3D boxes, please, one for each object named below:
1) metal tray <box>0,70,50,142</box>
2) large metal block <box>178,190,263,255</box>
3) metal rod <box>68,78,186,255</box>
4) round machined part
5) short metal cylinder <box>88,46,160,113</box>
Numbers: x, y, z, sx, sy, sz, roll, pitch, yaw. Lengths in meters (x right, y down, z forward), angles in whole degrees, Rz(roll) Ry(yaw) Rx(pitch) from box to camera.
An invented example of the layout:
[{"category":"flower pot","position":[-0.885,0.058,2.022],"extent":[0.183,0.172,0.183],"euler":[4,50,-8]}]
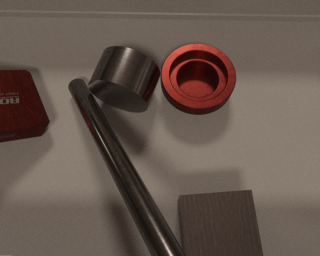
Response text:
[{"category":"metal tray","position":[-0.214,-0.026,0.376],"extent":[0.131,0.030,0.090],"euler":[-11,66,-43]},{"category":"large metal block","position":[0.065,0.117,0.354],"extent":[0.081,0.050,0.080],"euler":[-4,70,-2]},{"category":"metal rod","position":[-0.047,0.033,0.334],"extent":[0.025,0.025,0.300],"euler":[-28,49,-10]},{"category":"round machined part","position":[0.050,-0.063,0.424],"extent":[0.099,0.042,0.098],"euler":[0,70,-1]},{"category":"short metal cylinder","position":[-0.046,-0.061,0.402],"extent":[0.080,0.080,0.050],"euler":[17,71,6]}]
